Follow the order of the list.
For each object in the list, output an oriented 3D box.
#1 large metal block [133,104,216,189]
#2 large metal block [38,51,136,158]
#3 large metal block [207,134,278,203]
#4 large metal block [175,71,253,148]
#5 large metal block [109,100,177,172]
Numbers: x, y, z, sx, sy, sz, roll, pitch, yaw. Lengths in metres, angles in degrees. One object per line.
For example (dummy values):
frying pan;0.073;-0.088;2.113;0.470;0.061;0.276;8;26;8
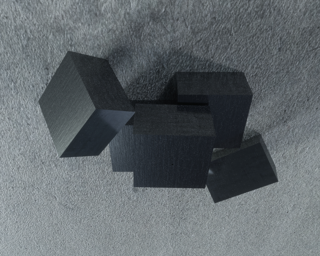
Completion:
large metal block;0.012;0.021;0.342;0.081;0.050;0.079;2;130;-2
large metal block;-0.084;-0.024;0.342;0.050;0.080;0.080;2;140;-48
large metal block;0.104;0.051;0.409;0.080;0.080;0.050;-25;88;19
large metal block;0.059;-0.021;0.376;0.081;0.050;0.079;0;130;-1
large metal block;-0.021;0.011;0.399;0.081;0.050;0.079;0;130;-1
